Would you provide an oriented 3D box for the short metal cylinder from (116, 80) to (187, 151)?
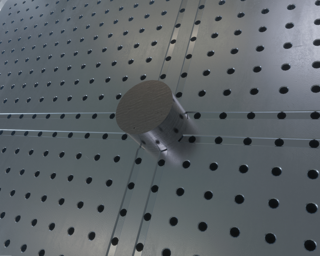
[{"bbox_3d":[-0.010,-0.016,0.408,0.080,0.050,0.080,-13,56,21],"label":"short metal cylinder"}]
